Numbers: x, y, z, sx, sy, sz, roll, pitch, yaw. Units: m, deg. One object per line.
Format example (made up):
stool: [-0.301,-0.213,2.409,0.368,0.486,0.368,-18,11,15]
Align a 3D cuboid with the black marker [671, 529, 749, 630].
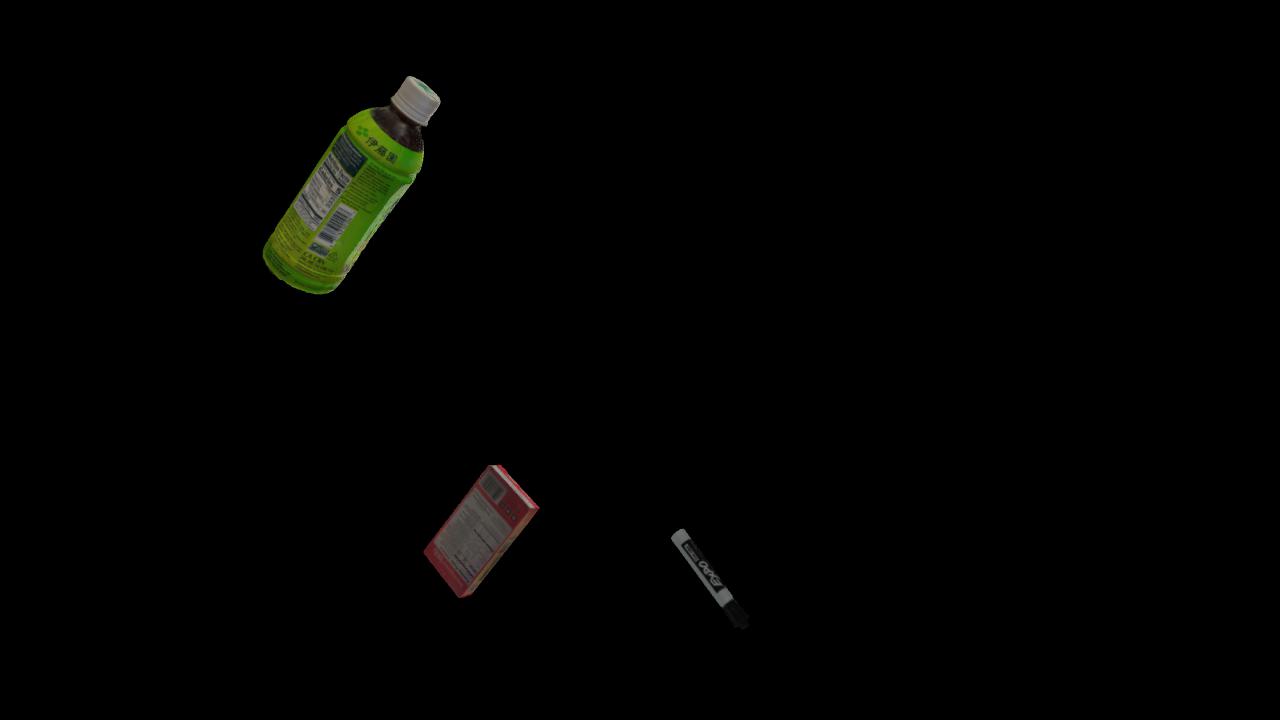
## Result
black marker: [0.075,0.235,0.661,0.020,0.020,0.121,0,40,-45]

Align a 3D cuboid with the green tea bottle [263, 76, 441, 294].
green tea bottle: [-0.246,-0.151,0.536,0.212,0.073,0.073,-43,-18,20]

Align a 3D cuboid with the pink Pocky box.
pink Pocky box: [-0.206,0.220,0.793,0.084,0.155,0.029,41,8,22]
